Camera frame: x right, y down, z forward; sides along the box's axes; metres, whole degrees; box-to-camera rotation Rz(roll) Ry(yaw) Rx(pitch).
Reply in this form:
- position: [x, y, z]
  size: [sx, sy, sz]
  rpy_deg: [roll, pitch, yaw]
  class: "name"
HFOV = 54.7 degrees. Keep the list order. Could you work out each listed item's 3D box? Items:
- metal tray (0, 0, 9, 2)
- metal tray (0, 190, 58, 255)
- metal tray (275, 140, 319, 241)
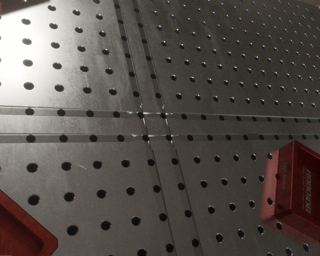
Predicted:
- position: [-0.226, -0.241, 0.430]
  size: [0.130, 0.030, 0.091]
  rpy_deg: [46, 51, 4]
  class: "metal tray"
- position: [-0.166, 0.093, 0.259]
  size: [0.130, 0.030, 0.090]
  rpy_deg: [41, 51, 0]
  class: "metal tray"
- position: [0.226, 0.093, 0.472]
  size: [0.090, 0.030, 0.130]
  rpy_deg: [29, 52, -10]
  class: "metal tray"
